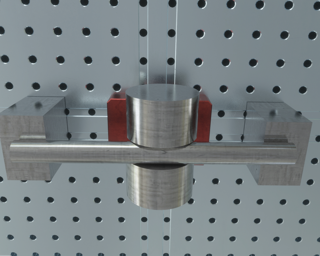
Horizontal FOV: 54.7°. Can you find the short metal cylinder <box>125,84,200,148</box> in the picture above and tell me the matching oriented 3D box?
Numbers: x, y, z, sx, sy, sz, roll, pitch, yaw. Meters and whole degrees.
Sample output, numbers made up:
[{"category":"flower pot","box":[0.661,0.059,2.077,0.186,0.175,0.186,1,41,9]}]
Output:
[{"category":"short metal cylinder","box":[0.002,-0.017,0.346,0.081,0.080,0.050,1,110,-1]}]

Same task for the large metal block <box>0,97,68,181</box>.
[{"category":"large metal block","box":[-0.152,0.010,0.385,0.050,0.080,0.079,1,110,0]}]

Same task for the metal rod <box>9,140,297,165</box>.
[{"category":"metal rod","box":[-0.006,0.027,0.337,0.302,0.025,0.025,1,110,-1]}]

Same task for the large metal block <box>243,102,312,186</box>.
[{"category":"large metal block","box":[0.141,0.017,0.390,0.050,0.080,0.079,1,110,0]}]

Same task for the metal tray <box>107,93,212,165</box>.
[{"category":"metal tray","box":[-0.001,0.002,0.411,0.131,0.030,0.089,1,110,-1]}]

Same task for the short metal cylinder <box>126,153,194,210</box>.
[{"category":"short metal cylinder","box":[0.000,0.054,0.372,0.081,0.080,0.050,1,110,-1]}]
